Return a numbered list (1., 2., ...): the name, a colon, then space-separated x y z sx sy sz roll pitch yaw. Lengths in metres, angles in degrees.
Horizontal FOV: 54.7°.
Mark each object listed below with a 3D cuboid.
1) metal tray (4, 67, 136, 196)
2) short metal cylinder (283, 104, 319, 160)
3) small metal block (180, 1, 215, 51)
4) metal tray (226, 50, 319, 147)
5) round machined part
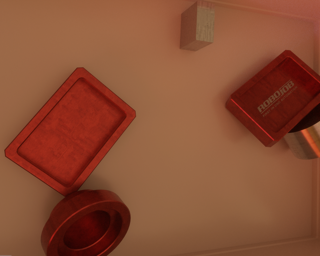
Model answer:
1. metal tray: -0.103 0.005 0.370 0.090 0.030 0.130 41 77 -16
2. short metal cylinder: 0.228 0.003 0.468 0.080 0.080 0.050 -39 103 -16
3. small metal block: 0.049 -0.135 0.416 0.025 0.050 0.050 3 89 -20
4. metal tray: 0.173 -0.045 0.453 0.131 0.030 0.090 -38 76 -16
5. round machined part: -0.087 0.110 0.355 0.099 0.042 0.097 -22 130 -28
